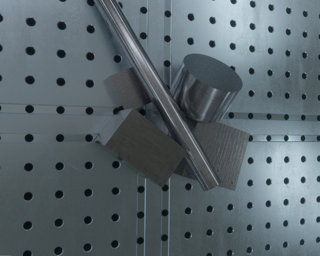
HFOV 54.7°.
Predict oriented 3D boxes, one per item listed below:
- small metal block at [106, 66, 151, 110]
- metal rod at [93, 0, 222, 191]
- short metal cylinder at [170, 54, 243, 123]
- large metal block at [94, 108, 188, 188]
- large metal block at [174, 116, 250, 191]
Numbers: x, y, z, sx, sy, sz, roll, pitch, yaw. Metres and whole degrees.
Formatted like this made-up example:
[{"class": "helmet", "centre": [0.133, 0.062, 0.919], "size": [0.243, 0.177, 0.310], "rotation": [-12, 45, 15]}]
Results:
[{"class": "small metal block", "centre": [-0.035, -0.051, 0.401], "size": [0.050, 0.025, 0.050], "rotation": [-26, 99, -19]}, {"class": "metal rod", "centre": [-0.011, -0.060, 0.377], "size": [0.025, 0.025, 0.299], "rotation": [-30, 89, -18]}, {"class": "short metal cylinder", "centre": [0.058, -0.052, 0.399], "size": [0.081, 0.080, 0.050], "rotation": [9, 131, -20]}, {"class": "large metal block", "centre": [-0.027, 0.022, 0.374], "size": [0.080, 0.080, 0.050], "rotation": [39, 78, -16]}, {"class": "large metal block", "centre": [0.066, 0.034, 0.424], "size": [0.081, 0.050, 0.080], "rotation": [19, 84, -20]}]
